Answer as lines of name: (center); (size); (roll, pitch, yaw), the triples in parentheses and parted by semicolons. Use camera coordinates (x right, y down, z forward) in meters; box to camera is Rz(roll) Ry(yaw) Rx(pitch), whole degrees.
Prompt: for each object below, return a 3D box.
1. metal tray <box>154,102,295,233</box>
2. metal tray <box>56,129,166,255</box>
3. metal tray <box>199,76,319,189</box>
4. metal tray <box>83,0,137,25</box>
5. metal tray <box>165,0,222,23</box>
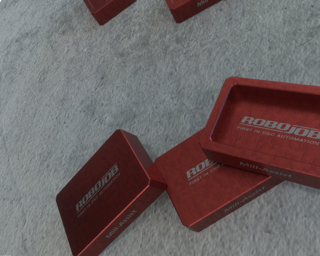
metal tray: (0.068, 0.041, 0.339); (0.130, 0.030, 0.090); (-33, 52, 6)
metal tray: (-0.063, 0.076, 0.365); (0.130, 0.030, 0.090); (-46, 50, 13)
metal tray: (0.115, 0.000, 0.300); (0.130, 0.030, 0.090); (13, 66, 31)
metal tray: (-0.109, -0.270, 0.621); (0.090, 0.030, 0.130); (-35, 51, 4)
metal tray: (0.069, -0.238, 0.509); (0.130, 0.030, 0.090); (-26, 53, 11)
